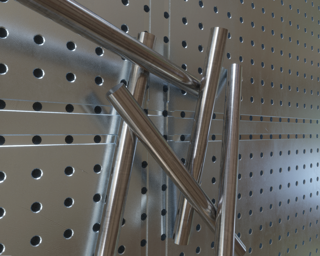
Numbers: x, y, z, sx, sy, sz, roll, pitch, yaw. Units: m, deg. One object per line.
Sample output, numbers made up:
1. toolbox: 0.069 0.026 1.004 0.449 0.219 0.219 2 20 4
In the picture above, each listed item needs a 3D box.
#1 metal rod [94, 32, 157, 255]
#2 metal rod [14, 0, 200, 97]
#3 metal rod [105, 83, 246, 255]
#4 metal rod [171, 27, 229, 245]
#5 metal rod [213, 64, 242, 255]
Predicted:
1. metal rod: -0.042 0.028 0.375 0.025 0.025 0.299 17 79 -39
2. metal rod: -0.018 -0.081 0.355 0.302 0.025 0.025 18 79 -51
3. metal rod: 0.032 0.069 0.396 0.025 0.025 0.300 -50 116 -29
4. metal rod: 0.055 0.013 0.428 0.025 0.025 0.298 8 94 -40
5. metal rod: 0.101 0.030 0.448 0.025 0.025 0.300 33 55 -36
